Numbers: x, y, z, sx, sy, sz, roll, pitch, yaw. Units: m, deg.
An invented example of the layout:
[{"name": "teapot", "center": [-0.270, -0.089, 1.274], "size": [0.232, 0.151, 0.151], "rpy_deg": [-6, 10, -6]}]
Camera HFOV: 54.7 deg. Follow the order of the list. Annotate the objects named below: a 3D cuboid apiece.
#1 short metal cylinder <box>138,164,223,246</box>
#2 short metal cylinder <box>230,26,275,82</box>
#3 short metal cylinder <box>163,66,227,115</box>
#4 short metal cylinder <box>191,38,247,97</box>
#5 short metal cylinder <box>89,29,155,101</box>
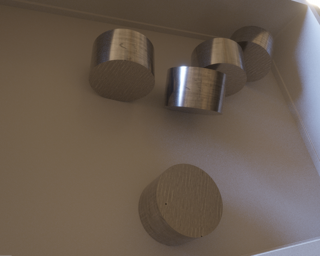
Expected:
[{"name": "short metal cylinder", "center": [0.022, 0.087, 0.349], "size": [0.081, 0.050, 0.080], "rpy_deg": [14, 56, -21]}, {"name": "short metal cylinder", "center": [0.151, -0.125, 0.528], "size": [0.080, 0.080, 0.050], "rpy_deg": [33, 52, -7]}, {"name": "short metal cylinder", "center": [0.047, -0.048, 0.415], "size": [0.081, 0.080, 0.050], "rpy_deg": [8, 88, -24]}, {"name": "short metal cylinder", "center": [0.088, -0.089, 0.472], "size": [0.081, 0.080, 0.050], "rpy_deg": [15, 56, -20]}, {"name": "short metal cylinder", "center": [-0.047, -0.077, 0.392], "size": [0.081, 0.080, 0.050], "rpy_deg": [12, 57, -22]}]
